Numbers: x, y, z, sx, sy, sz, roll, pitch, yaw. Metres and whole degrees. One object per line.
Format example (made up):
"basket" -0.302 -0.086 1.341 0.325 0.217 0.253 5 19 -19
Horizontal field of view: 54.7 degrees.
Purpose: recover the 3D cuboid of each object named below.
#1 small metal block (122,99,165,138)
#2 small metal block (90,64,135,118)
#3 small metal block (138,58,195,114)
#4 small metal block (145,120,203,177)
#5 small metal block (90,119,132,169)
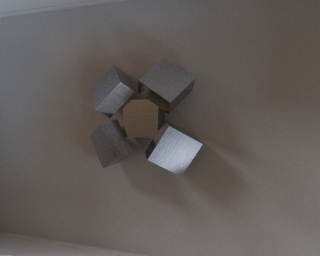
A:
"small metal block" -0.022 -0.012 0.415 0.050 0.025 0.050 2 91 20
"small metal block" -0.065 -0.050 0.418 0.050 0.025 0.050 -44 39 15
"small metal block" 0.008 -0.054 0.393 0.050 0.025 0.050 37 64 16
"small metal block" 0.017 0.026 0.390 0.050 0.025 0.050 29 101 -17
"small metal block" -0.068 0.022 0.420 0.050 0.025 0.050 -36 76 55
